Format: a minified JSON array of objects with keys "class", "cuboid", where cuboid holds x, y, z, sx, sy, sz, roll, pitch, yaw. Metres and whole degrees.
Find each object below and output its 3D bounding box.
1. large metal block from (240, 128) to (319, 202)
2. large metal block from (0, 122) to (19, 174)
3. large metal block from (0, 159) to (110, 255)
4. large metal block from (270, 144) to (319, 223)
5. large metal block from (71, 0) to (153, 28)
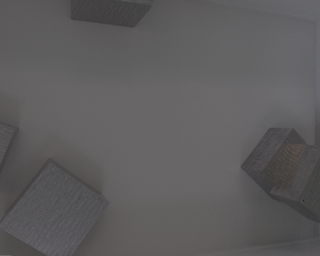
[{"class":"large metal block","cuboid":[0.184,0.056,0.465,0.080,0.050,0.080,44,76,-15]},{"class":"large metal block","cuboid":[-0.205,0.024,0.322,0.080,0.050,0.080,21,83,-19]},{"class":"large metal block","cuboid":[-0.118,0.092,0.354,0.080,0.050,0.080,39,78,-16]},{"class":"large metal block","cuboid":[0.212,0.078,0.422,0.080,0.050,0.080,34,79,-17]},{"class":"large metal block","cuboid":[-0.058,-0.158,0.359,0.081,0.080,0.050,1,90,-20]}]
